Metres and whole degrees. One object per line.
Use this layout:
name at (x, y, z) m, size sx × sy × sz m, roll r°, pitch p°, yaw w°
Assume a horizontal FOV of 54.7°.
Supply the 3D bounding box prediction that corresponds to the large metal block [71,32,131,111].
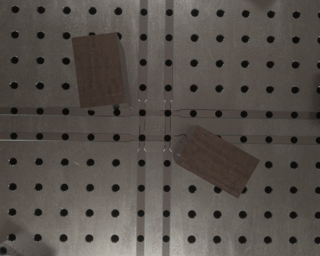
large metal block at (-0.069, -0.065, 0.385) m, size 0.050 × 0.080 × 0.079 m, roll -7°, pitch 90°, yaw 0°

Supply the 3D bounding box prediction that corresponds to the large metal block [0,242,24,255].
large metal block at (-0.203, 0.211, 0.398) m, size 0.080 × 0.050 × 0.080 m, roll 34°, pitch 90°, yaw -1°

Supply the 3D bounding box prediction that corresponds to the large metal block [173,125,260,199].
large metal block at (0.065, 0.038, 0.387) m, size 0.080 × 0.080 × 0.050 m, roll 30°, pitch 90°, yaw -1°
